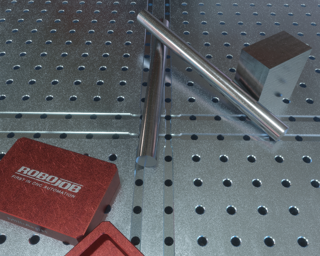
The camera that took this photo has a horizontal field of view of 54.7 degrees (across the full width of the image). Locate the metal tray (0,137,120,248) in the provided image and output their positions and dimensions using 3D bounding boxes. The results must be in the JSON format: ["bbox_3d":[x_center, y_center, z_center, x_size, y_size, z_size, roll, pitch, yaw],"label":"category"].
[{"bbox_3d":[-0.122,0.067,0.346,0.131,0.030,0.090,15,51,12],"label":"metal tray"}]

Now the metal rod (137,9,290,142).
[{"bbox_3d":[0.065,-0.090,0.464,0.025,0.025,0.300,-32,63,-24],"label":"metal rod"}]

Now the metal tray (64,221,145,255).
[{"bbox_3d":[-0.037,0.158,0.271,0.130,0.030,0.090,36,58,26],"label":"metal tray"}]

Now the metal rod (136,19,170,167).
[{"bbox_3d":[-0.006,-0.074,0.469,0.025,0.025,0.300,3,50,2],"label":"metal rod"}]

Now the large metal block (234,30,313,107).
[{"bbox_3d":[0.156,-0.080,0.441,0.081,0.080,0.050,-27,55,-21],"label":"large metal block"}]
